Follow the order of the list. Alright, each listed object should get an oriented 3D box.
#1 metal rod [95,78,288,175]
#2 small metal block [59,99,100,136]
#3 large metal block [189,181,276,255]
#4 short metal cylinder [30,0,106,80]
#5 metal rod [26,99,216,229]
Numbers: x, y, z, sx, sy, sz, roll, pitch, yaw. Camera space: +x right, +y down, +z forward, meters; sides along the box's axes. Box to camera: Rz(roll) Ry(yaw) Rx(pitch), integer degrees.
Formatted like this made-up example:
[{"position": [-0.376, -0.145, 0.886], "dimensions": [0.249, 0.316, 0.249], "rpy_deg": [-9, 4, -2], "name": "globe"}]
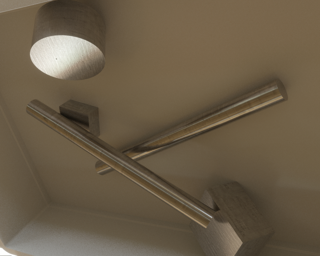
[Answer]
[{"position": [0.016, 0.012, 0.406], "dimensions": [0.299, 0.025, 0.025], "rpy_deg": [-25, 105, 36], "name": "metal rod"}, {"position": [-0.119, -0.010, 0.463], "dimensions": [0.050, 0.025, 0.050], "rpy_deg": [16, 125, 18], "name": "small metal block"}, {"position": [0.088, 0.129, 0.400], "dimensions": [0.080, 0.050, 0.079], "rpy_deg": [56, 143, 42], "name": "large metal block"}, {"position": [-0.104, -0.099, 0.358], "dimensions": [0.081, 0.050, 0.080], "rpy_deg": [-4, 155, -1], "name": "short metal cylinder"}, {"position": [-0.064, 0.040, 0.415], "dimensions": [0.301, 0.025, 0.025], "rpy_deg": [30, 128, 17], "name": "metal rod"}]
